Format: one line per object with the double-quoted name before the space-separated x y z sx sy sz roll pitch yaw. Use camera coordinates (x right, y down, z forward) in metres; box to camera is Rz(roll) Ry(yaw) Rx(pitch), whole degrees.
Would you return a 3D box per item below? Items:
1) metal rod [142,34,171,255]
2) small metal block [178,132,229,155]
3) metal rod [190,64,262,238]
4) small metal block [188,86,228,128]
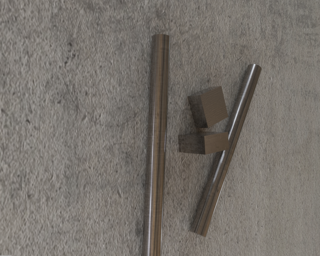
"metal rod" -0.005 0.029 0.402 0.025 0.025 0.298 4 87 -40
"small metal block" 0.062 0.020 0.443 0.050 0.050 0.025 -7 95 -40
"metal rod" 0.111 0.025 0.500 0.025 0.025 0.300 36 68 -35
"small metal block" 0.073 -0.032 0.469 0.050 0.025 0.050 -26 106 -37
